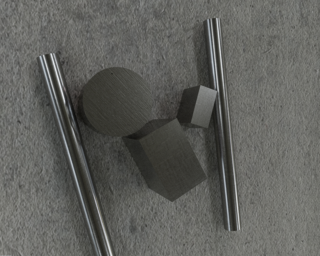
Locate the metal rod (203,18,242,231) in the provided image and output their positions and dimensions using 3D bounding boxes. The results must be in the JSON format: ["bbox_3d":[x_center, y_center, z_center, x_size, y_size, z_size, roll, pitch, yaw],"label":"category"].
[{"bbox_3d":[0.090,-0.003,0.443,0.025,0.025,0.298,-7,93,-20],"label":"metal rod"}]

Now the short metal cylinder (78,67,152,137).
[{"bbox_3d":[-0.055,-0.030,0.376,0.081,0.050,0.079,0,90,-21],"label":"short metal cylinder"}]

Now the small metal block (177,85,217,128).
[{"bbox_3d":[0.047,-0.027,0.414,0.025,0.050,0.050,17,84,-20],"label":"small metal block"}]

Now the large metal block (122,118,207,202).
[{"bbox_3d":[0.002,0.035,0.382,0.050,0.080,0.080,-30,100,-18],"label":"large metal block"}]

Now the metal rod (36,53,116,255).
[{"bbox_3d":[-0.094,0.060,0.375,0.025,0.025,0.298,-17,96,-20],"label":"metal rod"}]
